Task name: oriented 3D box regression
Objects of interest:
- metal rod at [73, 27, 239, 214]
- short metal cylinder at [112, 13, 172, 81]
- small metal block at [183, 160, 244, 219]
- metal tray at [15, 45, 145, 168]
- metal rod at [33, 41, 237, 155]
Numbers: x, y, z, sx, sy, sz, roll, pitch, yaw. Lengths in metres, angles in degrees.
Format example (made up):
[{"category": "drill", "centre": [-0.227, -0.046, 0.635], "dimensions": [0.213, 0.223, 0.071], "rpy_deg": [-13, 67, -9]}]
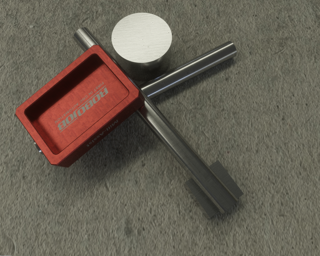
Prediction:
[{"category": "metal rod", "centre": [-0.015, -0.020, 0.390], "dimensions": [0.025, 0.025, 0.300], "rpy_deg": [-37, 75, -13]}, {"category": "short metal cylinder", "centre": [-0.024, -0.113, 0.436], "dimensions": [0.081, 0.050, 0.080], "rpy_deg": [0, 70, 0]}, {"category": "small metal block", "centre": [0.065, 0.076, 0.382], "dimensions": [0.050, 0.025, 0.050], "rpy_deg": [-32, 73, -11]}, {"category": "metal tray", "centre": [-0.096, -0.026, 0.374], "dimensions": [0.130, 0.030, 0.090], "rpy_deg": [-40, 74, -2]}, {"category": "metal rod", "centre": [-0.026, -0.046, 0.426], "dimensions": [0.302, 0.025, 0.025], "rpy_deg": [-28, 73, -10]}]
